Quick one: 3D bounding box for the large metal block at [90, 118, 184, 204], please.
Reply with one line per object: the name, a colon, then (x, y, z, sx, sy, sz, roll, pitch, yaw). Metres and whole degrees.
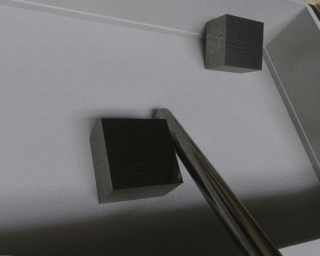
large metal block: (-0.029, 0.036, 0.353, 0.081, 0.050, 0.080, 0, 62, -29)

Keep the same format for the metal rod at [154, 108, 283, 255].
metal rod: (0.051, 0.056, 0.300, 0.025, 0.025, 0.300, 8, 26, -25)

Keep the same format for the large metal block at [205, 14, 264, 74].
large metal block: (0.126, -0.138, 0.522, 0.081, 0.050, 0.079, 0, 92, -29)
